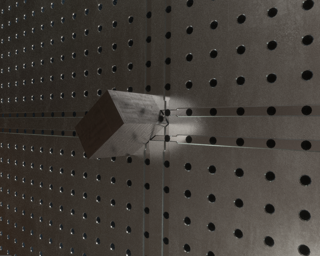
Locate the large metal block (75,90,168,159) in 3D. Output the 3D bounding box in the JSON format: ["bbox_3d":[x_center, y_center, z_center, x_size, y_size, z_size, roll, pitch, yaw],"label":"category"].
[{"bbox_3d":[-0.052,-0.003,0.414,0.080,0.081,0.050,-42,65,32],"label":"large metal block"}]
